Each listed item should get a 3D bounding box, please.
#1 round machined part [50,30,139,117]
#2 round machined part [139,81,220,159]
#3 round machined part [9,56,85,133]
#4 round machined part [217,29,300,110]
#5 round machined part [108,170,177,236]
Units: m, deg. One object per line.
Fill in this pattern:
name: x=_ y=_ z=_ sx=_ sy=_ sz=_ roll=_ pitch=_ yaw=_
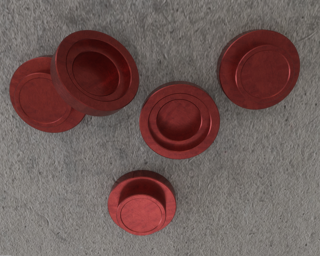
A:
round machined part: x=-0.077 y=-0.059 z=0.359 sx=0.098 sy=0.098 sz=0.042 roll=43 pitch=144 yaw=-14
round machined part: x=0.024 y=-0.013 z=0.396 sx=0.099 sy=0.042 sz=0.097 roll=0 pitch=110 yaw=0
round machined part: x=-0.138 y=-0.039 z=0.385 sx=0.099 sy=0.042 sz=0.097 roll=0 pitch=110 yaw=0
round machined part: x=0.121 y=-0.069 z=0.376 sx=0.099 sy=0.042 sz=0.097 roll=0 pitch=110 yaw=0
round machined part: x=-0.026 y=0.113 z=0.442 sx=0.099 sy=0.042 sz=0.097 roll=0 pitch=110 yaw=0
